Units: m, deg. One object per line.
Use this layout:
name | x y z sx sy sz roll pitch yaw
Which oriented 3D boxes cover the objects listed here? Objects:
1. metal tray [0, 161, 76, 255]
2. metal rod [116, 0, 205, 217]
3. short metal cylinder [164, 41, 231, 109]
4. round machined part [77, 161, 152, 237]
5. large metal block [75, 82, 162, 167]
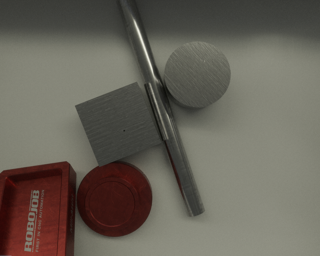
metal tray | -0.151 0.108 0.371 0.091 0.030 0.130 -8 54 -1
metal rod | 0.001 -0.029 0.411 0.025 0.025 0.298 -18 90 0
short metal cylinder | 0.045 -0.065 0.400 0.081 0.050 0.079 0 90 -1
round machined part | -0.059 0.093 0.402 0.099 0.042 0.097 0 90 -1
large metal block | -0.051 -0.005 0.398 0.080 0.050 0.080 -22 90 -1
